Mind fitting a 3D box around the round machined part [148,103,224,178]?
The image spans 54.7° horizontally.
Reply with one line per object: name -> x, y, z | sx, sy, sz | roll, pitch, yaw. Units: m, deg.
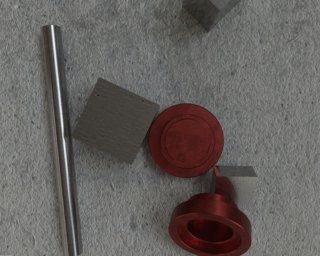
round machined part -> 0.034, 0.016, 0.402 | 0.099, 0.042, 0.097 | 0, 90, 0

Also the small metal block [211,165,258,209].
small metal block -> 0.094, 0.077, 0.401 | 0.050, 0.025, 0.050 | 1, 115, -1

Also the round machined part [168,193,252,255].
round machined part -> 0.063, 0.118, 0.385 | 0.098, 0.042, 0.097 | 8, 132, 10

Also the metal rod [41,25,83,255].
metal rod -> -0.129, 0.017, 0.408 | 0.025, 0.025, 0.298 | -6, 90, 0

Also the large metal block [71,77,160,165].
large metal block -> -0.054, -0.009, 0.397 | 0.080, 0.050, 0.080 | 25, 90, 0

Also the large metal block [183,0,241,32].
large metal block -> 0.077, -0.176, 0.383 | 0.080, 0.080, 0.050 | -45, 90, 0
